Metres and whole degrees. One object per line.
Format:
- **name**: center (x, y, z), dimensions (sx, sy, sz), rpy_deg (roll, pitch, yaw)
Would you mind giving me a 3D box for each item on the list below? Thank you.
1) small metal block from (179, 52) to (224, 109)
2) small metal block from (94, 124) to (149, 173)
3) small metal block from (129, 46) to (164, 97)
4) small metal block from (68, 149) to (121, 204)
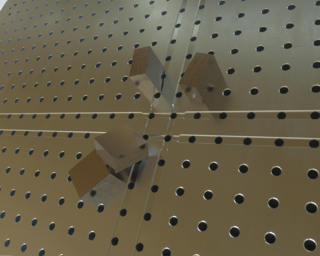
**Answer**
- **small metal block**: center (0.055, -0.061, 0.401), dimensions (0.025, 0.050, 0.050), rpy_deg (18, 71, 35)
- **small metal block**: center (-0.051, 0.025, 0.406), dimensions (0.050, 0.025, 0.050), rpy_deg (-26, 44, -29)
- **small metal block**: center (-0.018, -0.082, 0.453), dimensions (0.025, 0.050, 0.050), rpy_deg (-7, 59, 25)
- **small metal block**: center (-0.089, 0.064, 0.417), dimensions (0.050, 0.025, 0.050), rpy_deg (-40, 51, 1)
